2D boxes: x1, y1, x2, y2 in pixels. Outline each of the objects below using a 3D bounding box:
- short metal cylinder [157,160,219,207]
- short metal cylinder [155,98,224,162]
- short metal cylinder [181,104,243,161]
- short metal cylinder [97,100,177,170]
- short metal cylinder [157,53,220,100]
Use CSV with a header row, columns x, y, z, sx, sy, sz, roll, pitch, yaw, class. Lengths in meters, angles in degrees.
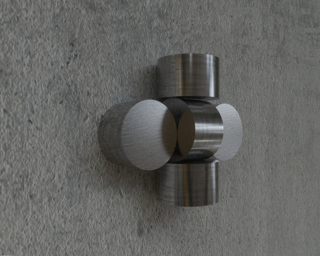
x,y,z,sx,sy,sz,roll,pitch,yaw,class
0.036,0.067,0.401,0.081,0.080,0.050,0,90,-40,short metal cylinder
0.034,0.003,0.399,0.050,0.080,0.080,1,90,-40,short metal cylinder
0.075,0.005,0.452,0.081,0.050,0.080,-1,91,-40,short metal cylinder
-0.026,0.008,0.368,0.081,0.050,0.080,0,90,-41,short metal cylinder
0.037,-0.063,0.402,0.081,0.080,0.050,0,90,-40,short metal cylinder
